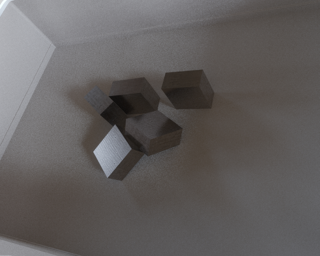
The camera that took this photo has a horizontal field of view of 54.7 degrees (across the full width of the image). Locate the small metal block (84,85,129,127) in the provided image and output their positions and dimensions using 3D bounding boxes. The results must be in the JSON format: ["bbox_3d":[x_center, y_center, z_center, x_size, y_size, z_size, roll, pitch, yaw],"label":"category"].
[{"bbox_3d":[-0.075,-0.028,0.444,0.025,0.050,0.050,-46,51,-3],"label":"small metal block"}]

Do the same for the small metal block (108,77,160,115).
[{"bbox_3d":[-0.035,-0.043,0.433,0.050,0.050,0.025,-3,61,26],"label":"small metal block"}]

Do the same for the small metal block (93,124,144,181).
[{"bbox_3d":[-0.054,0.032,0.405,0.050,0.025,0.050,-50,50,13],"label":"small metal block"}]

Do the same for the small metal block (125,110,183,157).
[{"bbox_3d":[-0.008,0.005,0.389,0.050,0.025,0.050,-18,41,-35],"label":"small metal block"}]

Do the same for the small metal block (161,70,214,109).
[{"bbox_3d":[0.037,-0.048,0.399,0.050,0.050,0.025,0,62,28],"label":"small metal block"}]
